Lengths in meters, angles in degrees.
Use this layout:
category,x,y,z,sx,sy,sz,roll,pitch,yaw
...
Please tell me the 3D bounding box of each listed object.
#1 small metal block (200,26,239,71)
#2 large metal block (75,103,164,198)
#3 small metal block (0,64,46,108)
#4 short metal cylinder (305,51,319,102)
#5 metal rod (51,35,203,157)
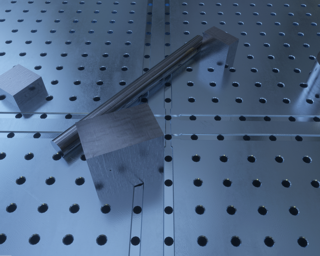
category,x,y,z,sx,sy,sz,roll,pitch,yaw
small metal block,0.095,-0.128,0.500,0.025,0.050,0.050,-37,59,-27
large metal block,-0.042,0.026,0.349,0.081,0.080,0.050,-17,52,-14
small metal block,-0.209,-0.063,0.458,0.050,0.025,0.050,28,55,21
short metal cylinder,0.265,-0.076,0.459,0.081,0.050,0.080,0,50,0
metal rod,-0.029,-0.061,0.458,0.025,0.025,0.302,34,57,24
